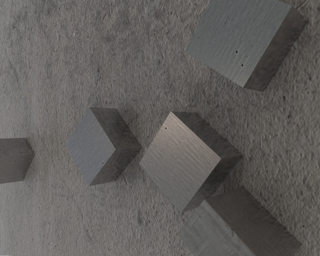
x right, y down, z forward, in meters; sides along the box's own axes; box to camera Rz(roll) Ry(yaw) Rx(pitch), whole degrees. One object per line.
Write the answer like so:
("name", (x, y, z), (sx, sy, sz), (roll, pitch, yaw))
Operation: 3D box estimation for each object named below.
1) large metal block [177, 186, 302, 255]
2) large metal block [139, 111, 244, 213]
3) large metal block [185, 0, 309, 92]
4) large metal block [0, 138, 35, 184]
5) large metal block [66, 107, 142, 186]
("large metal block", (0.079, 0.109, 0.304), (0.080, 0.081, 0.050), (46, 118, 30))
("large metal block", (0.034, 0.037, 0.361), (0.080, 0.050, 0.080), (45, 117, 30))
("large metal block", (0.086, -0.093, 0.318), (0.080, 0.050, 0.080), (41, 115, 32))
("large metal block", (-0.315, 0.067, 0.630), (0.050, 0.081, 0.080), (48, 119, 29))
("large metal block", (-0.085, 0.027, 0.459), (0.080, 0.050, 0.080), (-51, 60, 28))
